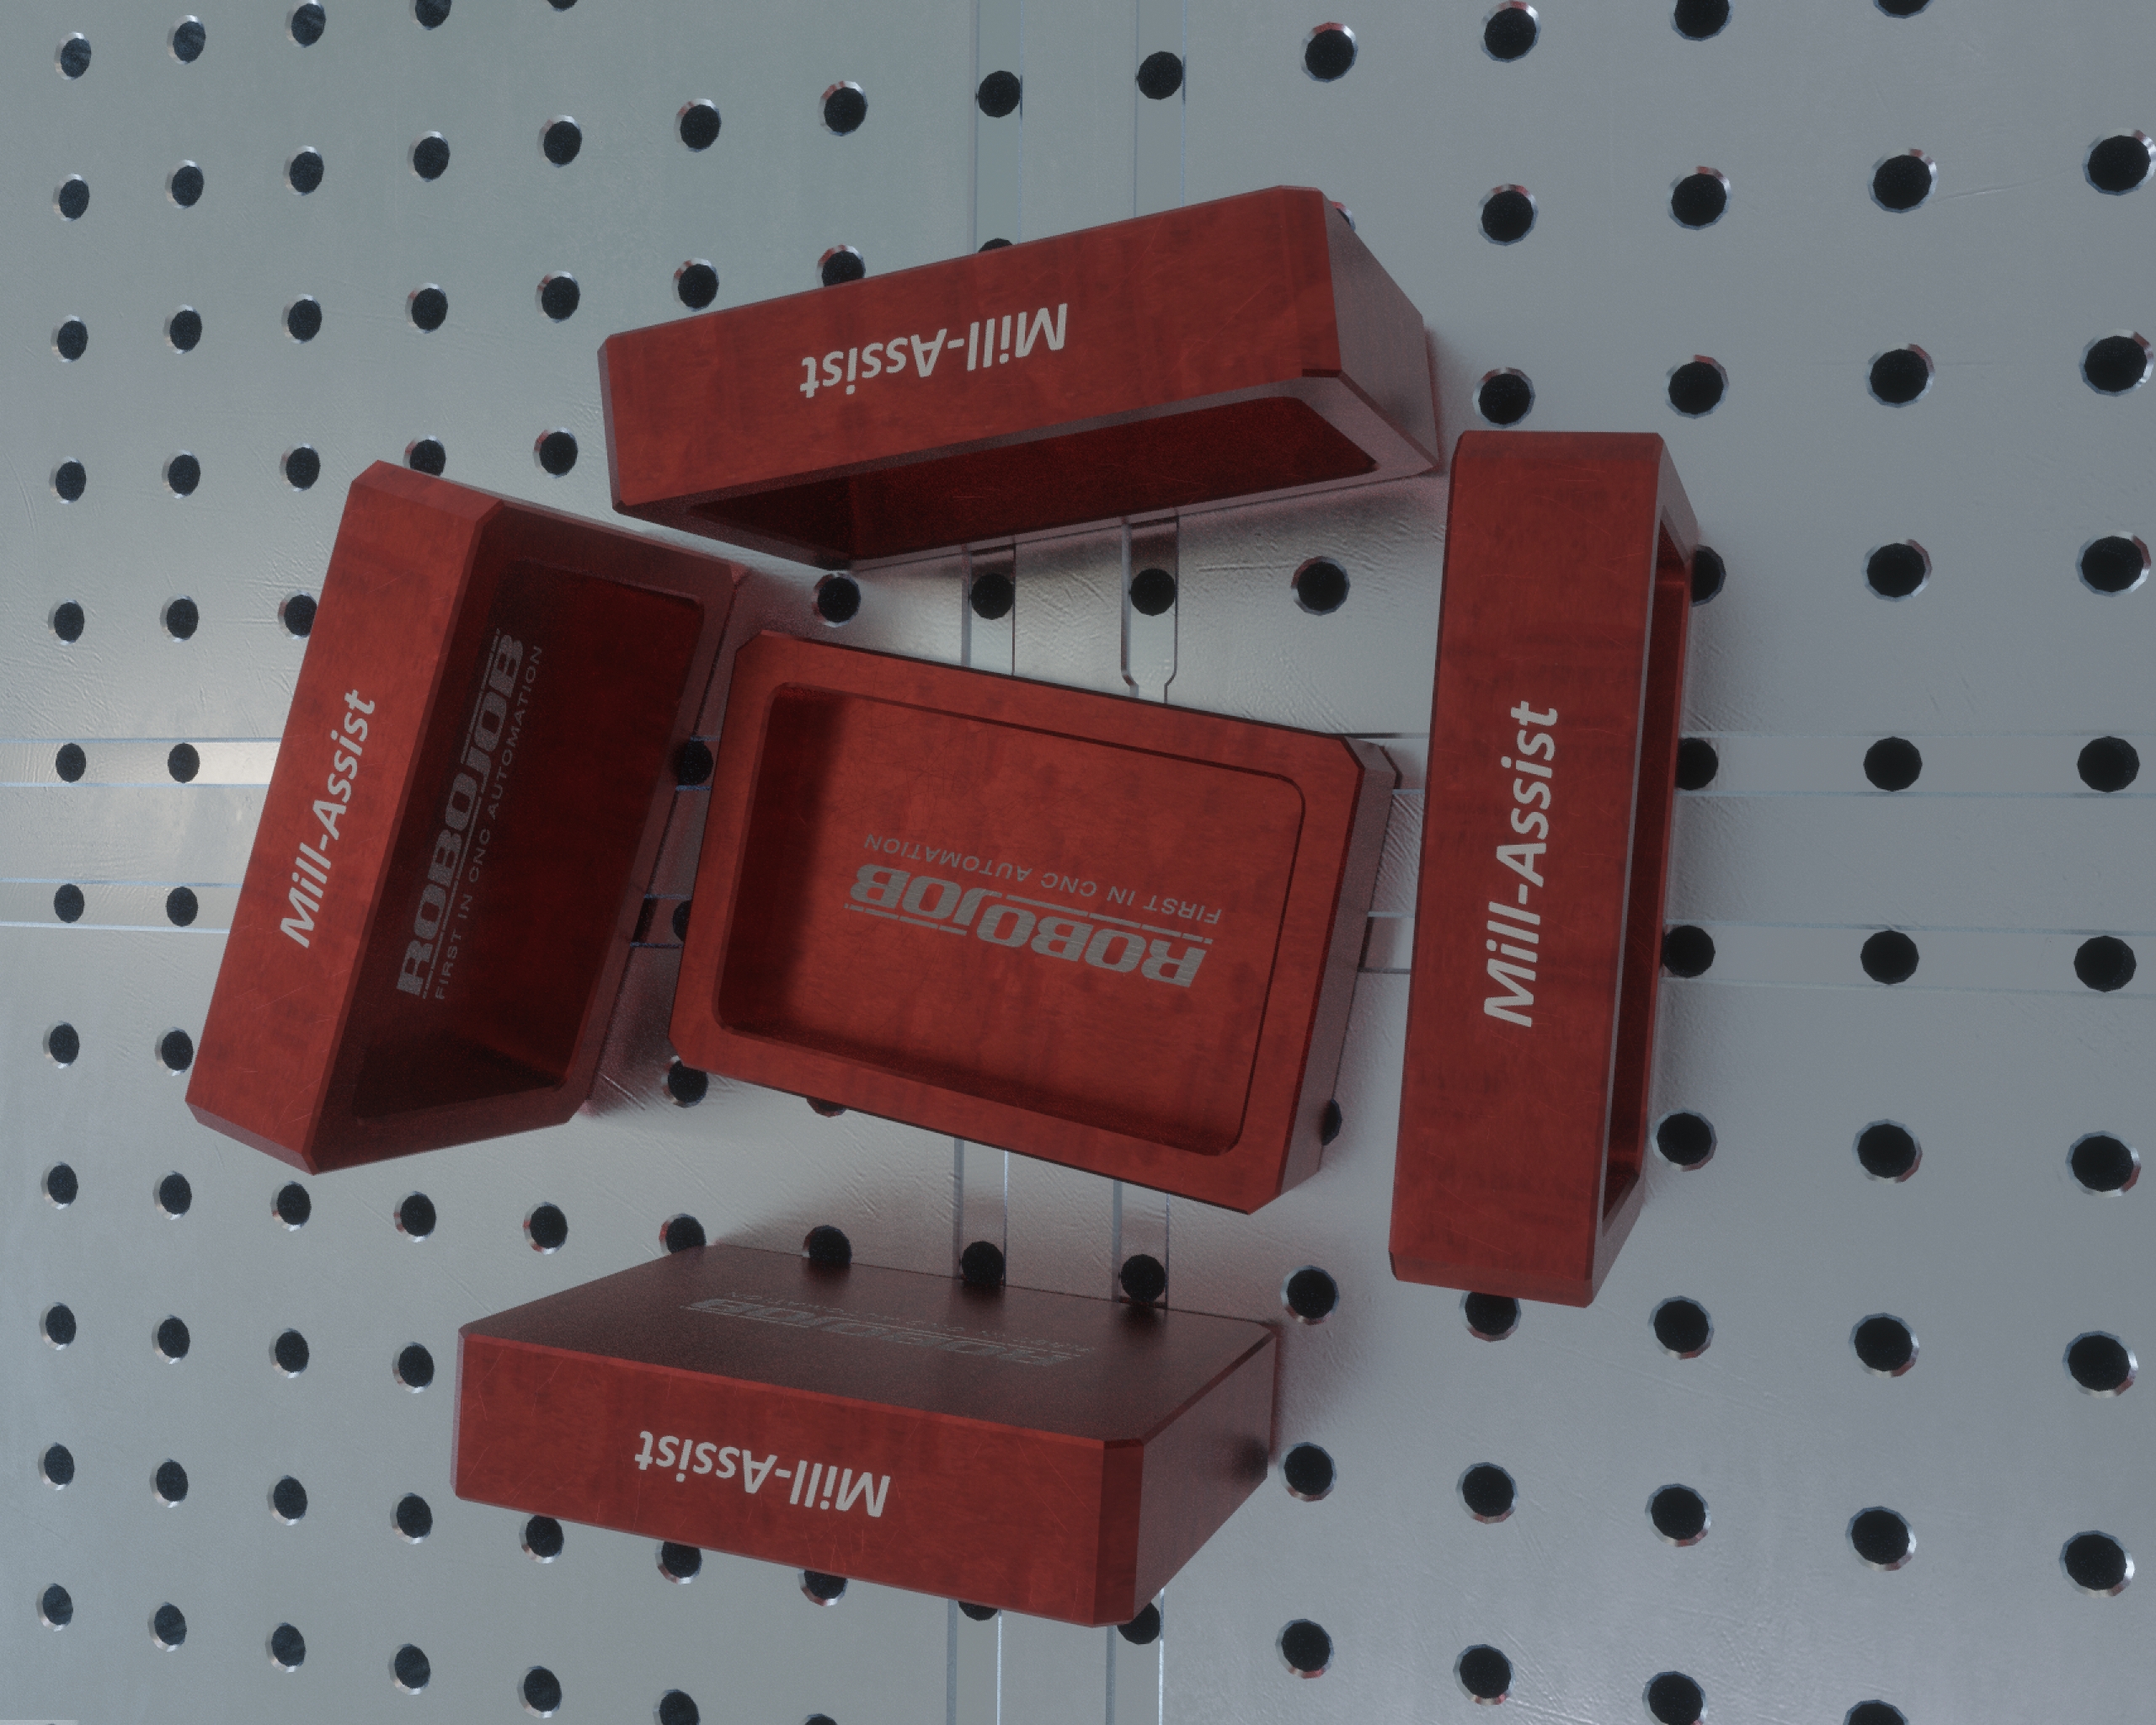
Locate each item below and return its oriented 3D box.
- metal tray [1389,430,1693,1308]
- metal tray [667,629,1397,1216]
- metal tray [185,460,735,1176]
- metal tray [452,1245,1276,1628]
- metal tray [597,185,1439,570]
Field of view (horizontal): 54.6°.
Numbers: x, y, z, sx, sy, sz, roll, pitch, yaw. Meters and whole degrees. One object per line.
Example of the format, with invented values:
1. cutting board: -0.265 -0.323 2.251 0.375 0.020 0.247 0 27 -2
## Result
1. metal tray: 0.080 0.000 0.350 0.030 0.090 0.129 5 92 20
2. metal tray: -0.011 0.009 0.413 0.130 0.030 0.090 12 94 19
3. metal tray: -0.121 -0.008 0.421 0.030 0.090 0.129 19 96 19
4. metal tray: -0.037 0.102 0.392 0.130 0.090 0.030 4 92 20
5. metal tray: -0.008 -0.083 0.381 0.130 0.090 0.030 -7 88 20
